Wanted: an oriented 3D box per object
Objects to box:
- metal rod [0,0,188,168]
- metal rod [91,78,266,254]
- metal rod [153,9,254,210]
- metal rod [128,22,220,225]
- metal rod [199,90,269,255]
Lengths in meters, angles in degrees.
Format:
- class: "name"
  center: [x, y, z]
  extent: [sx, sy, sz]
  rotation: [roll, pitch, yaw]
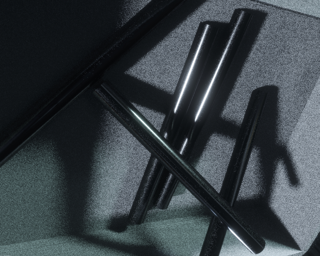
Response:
- class: "metal rod"
  center: [-0.090, -0.046, 0.330]
  extent: [0.300, 0.025, 0.025]
  rotation: [-42, 129, 0]
- class: "metal rod"
  center: [0.033, 0.057, 0.384]
  extent: [0.025, 0.025, 0.300]
  rotation: [-44, 105, 2]
- class: "metal rod"
  center: [0.052, -0.011, 0.429]
  extent: [0.025, 0.025, 0.298]
  rotation: [8, 114, -32]
- class: "metal rod"
  center: [0.011, 0.009, 0.419]
  extent: [0.025, 0.025, 0.298]
  rotation: [6, 115, -31]
- class: "metal rod"
  center: [0.099, 0.087, 0.439]
  extent: [0.025, 0.025, 0.299]
  rotation: [27, 79, -37]
